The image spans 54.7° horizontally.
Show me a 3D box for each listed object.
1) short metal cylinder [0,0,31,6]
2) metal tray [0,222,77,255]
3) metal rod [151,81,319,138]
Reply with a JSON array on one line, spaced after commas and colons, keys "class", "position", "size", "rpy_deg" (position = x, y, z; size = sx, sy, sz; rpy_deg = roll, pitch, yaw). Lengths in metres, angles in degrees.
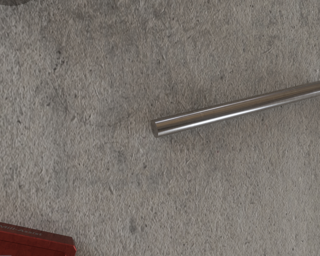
[{"class": "short metal cylinder", "position": [-0.169, -0.181, 0.333], "size": [0.081, 0.050, 0.079], "rpy_deg": [0, 90, -21]}, {"class": "metal tray", "position": [-0.171, 0.157, 0.343], "size": [0.131, 0.030, 0.090], "rpy_deg": [20, 83, -19]}, {"class": "metal rod", "position": [0.131, -0.033, 0.458], "size": [0.302, 0.025, 0.025], "rpy_deg": [-14, 95, -20]}]
